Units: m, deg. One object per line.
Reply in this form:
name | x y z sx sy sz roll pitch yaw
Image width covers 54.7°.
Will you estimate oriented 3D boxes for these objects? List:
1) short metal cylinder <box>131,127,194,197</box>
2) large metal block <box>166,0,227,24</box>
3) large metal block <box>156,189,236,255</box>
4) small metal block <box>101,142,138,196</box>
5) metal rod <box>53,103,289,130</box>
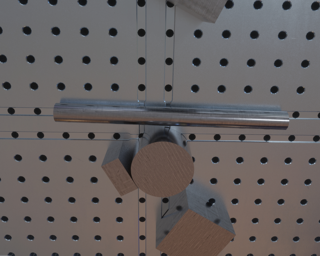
short metal cylinder | 0.003 0.045 0.417 0.081 0.050 0.079 0 110 -1
large metal block | 0.029 -0.154 0.328 0.080 0.080 0.050 26 108 -10
large metal block | 0.050 0.151 0.457 0.080 0.050 0.080 32 107 -12
small metal block | -0.052 0.055 0.420 0.025 0.050 0.050 -27 108 9
metal rod | 0.016 -0.015 0.408 0.302 0.025 0.025 2 110 -2
